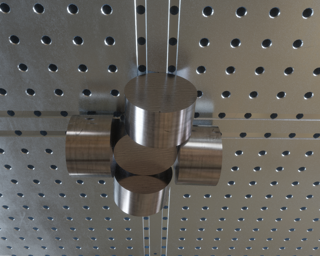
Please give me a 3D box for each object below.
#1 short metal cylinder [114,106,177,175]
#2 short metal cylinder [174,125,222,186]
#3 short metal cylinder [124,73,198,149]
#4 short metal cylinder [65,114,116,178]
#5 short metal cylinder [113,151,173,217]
[{"bbox_3d":[-0.019,0.017,0.410,0.081,0.050,0.079,-1,130,-1],"label":"short metal cylinder"},{"bbox_3d":[0.047,0.035,0.406,0.050,0.080,0.079,3,130,-3],"label":"short metal cylinder"},{"bbox_3d":[0.000,-0.022,0.356,0.081,0.080,0.050,2,130,-2],"label":"short metal cylinder"},{"bbox_3d":[-0.084,0.023,0.394,0.050,0.080,0.079,1,130,-2],"label":"short metal cylinder"},{"bbox_3d":[-0.025,0.077,0.439,0.081,0.080,0.050,5,130,-4],"label":"short metal cylinder"}]
